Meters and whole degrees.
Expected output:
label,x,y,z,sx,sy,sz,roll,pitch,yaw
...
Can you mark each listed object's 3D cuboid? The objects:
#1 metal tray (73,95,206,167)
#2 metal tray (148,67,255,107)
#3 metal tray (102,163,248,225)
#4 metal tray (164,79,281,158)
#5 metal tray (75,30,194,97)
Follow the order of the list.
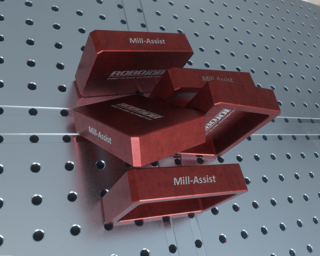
label,x,y,z,sx,sy,sz,roll,pitch,yaw
metal tray,-0.026,-0.004,0.339,0.091,0.130,0.030,-18,114,-35
metal tray,0.053,-0.039,0.418,0.131,0.090,0.030,-2,63,-29
metal tray,0.015,0.070,0.330,0.131,0.090,0.030,1,62,-28
metal tray,0.067,-0.004,0.379,0.091,0.129,0.030,5,59,-26
metal tray,-0.033,-0.081,0.397,0.131,0.090,0.030,-9,66,-32
